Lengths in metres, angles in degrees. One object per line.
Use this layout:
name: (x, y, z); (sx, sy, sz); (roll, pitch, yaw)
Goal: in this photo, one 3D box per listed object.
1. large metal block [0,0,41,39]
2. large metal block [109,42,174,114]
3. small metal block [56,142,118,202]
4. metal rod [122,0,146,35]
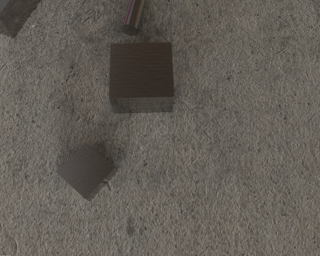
large metal block: (-0.242, -0.193, 0.463); (0.080, 0.050, 0.080); (22, 71, 7)
large metal block: (-0.024, -0.067, 0.419); (0.081, 0.050, 0.080); (-2, 70, -1)
small metal block: (-0.090, 0.055, 0.387); (0.050, 0.025, 0.050); (39, 74, 13)
metal rod: (-0.016, -0.283, 0.511); (0.025, 0.025, 0.299); (11, 70, 4)
